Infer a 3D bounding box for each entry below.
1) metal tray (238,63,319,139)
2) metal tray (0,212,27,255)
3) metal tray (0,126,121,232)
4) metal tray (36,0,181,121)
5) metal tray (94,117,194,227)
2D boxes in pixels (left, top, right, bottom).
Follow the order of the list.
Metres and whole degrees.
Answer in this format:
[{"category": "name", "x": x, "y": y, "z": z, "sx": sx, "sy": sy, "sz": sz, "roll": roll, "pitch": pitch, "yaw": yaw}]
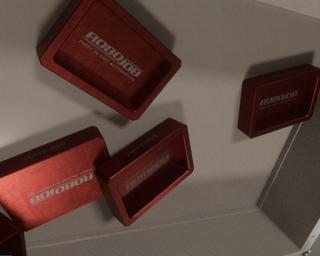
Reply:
[{"category": "metal tray", "x": 0.187, "y": -0.043, "z": 0.483, "sx": 0.131, "sy": 0.030, "sz": 0.089, "roll": -16, "pitch": 125, "yaw": -20}, {"category": "metal tray", "x": -0.197, "y": 0.119, "z": 0.332, "sx": 0.030, "sy": 0.090, "sz": 0.130, "roll": -33, "pitch": 129, "yaw": -7}, {"category": "metal tray", "x": -0.123, "y": 0.062, "z": 0.378, "sx": 0.131, "sy": 0.030, "sz": 0.089, "roll": -23, "pitch": 127, "yaw": -15}, {"category": "metal tray", "x": -0.049, "y": -0.075, "z": 0.333, "sx": 0.130, "sy": 0.030, "sz": 0.090, "roll": 33, "pitch": 100, "yaw": -39}, {"category": "metal tray", "x": -0.014, "y": 0.056, "z": 0.409, "sx": 0.131, "sy": 0.030, "sz": 0.089, "roll": -35, "pitch": 132, "yaw": -28}]
